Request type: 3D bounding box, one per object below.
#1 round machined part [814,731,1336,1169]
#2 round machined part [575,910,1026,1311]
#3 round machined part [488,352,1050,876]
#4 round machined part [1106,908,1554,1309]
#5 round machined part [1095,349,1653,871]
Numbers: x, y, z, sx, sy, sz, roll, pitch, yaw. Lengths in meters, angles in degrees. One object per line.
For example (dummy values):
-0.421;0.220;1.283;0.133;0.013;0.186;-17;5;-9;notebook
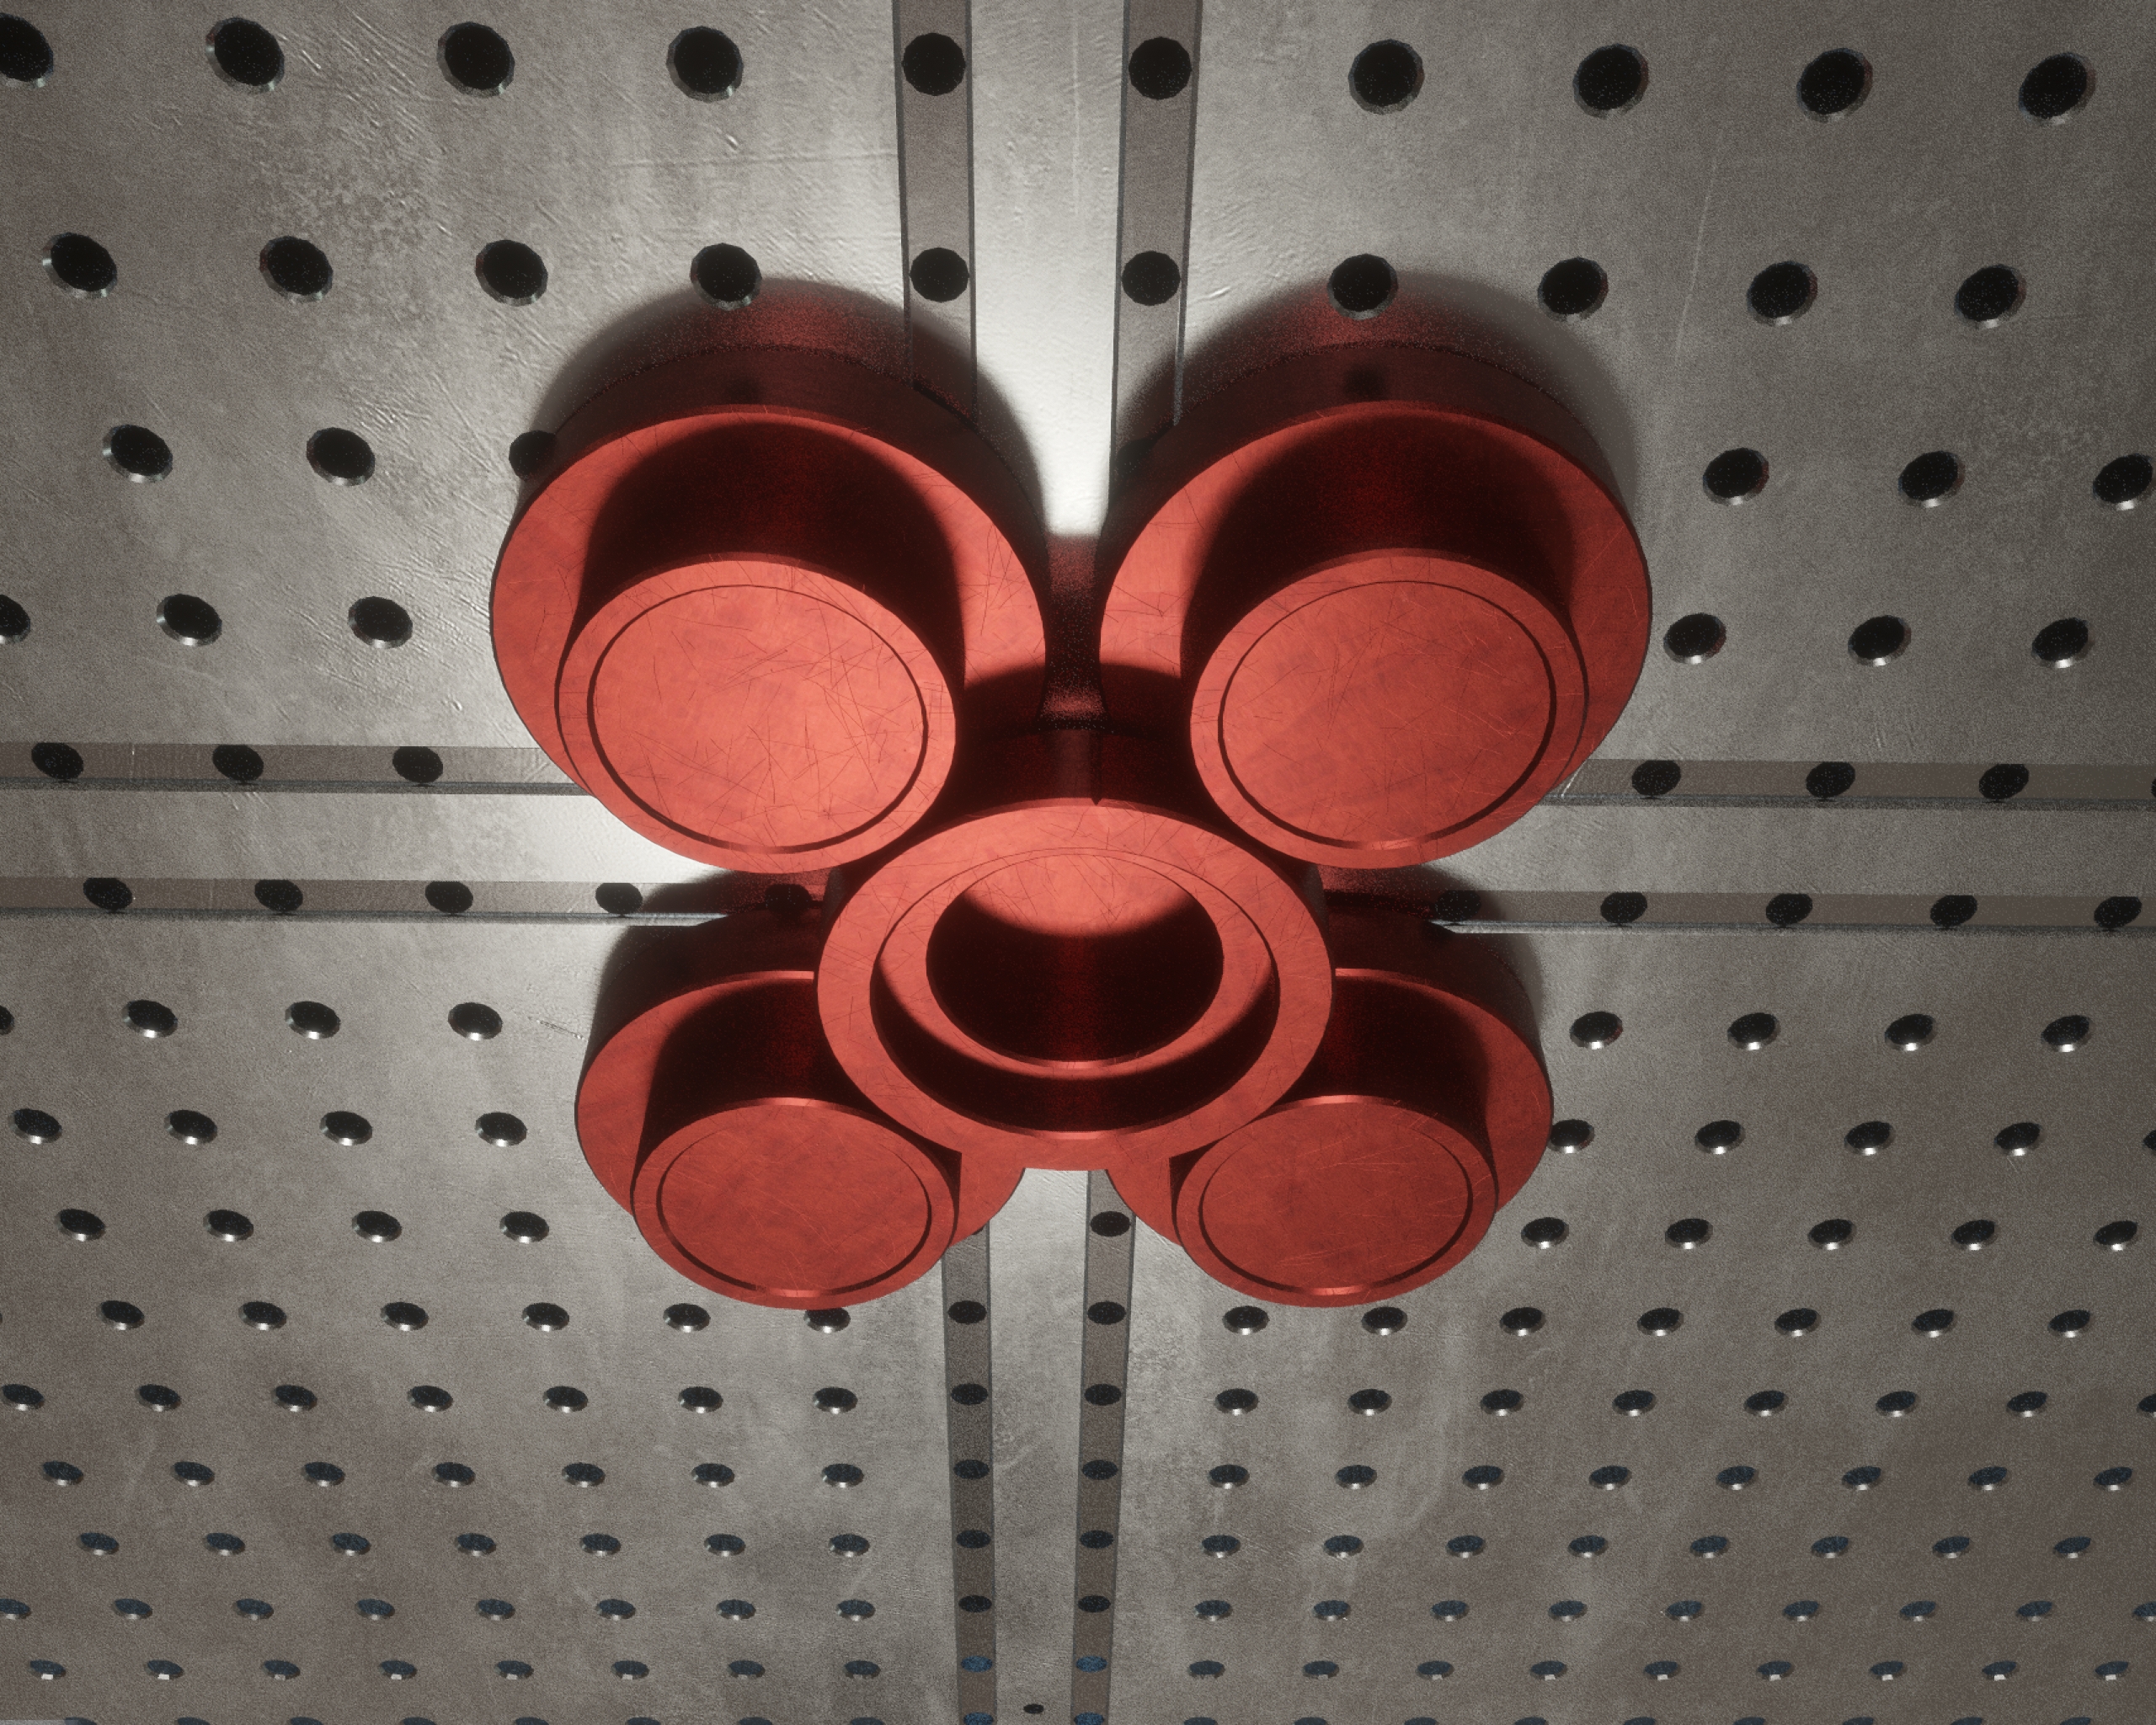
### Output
-0.001;0.013;0.409;0.099;0.042;0.097;-1;130;0;round machined part
-0.059;0.060;0.451;0.099;0.042;0.097;-1;130;0;round machined part
-0.054;-0.036;0.368;0.099;0.042;0.097;-1;130;0;round machined part
0.054;0.059;0.451;0.099;0.042;0.097;-1;130;0;round machined part
0.052;-0.037;0.369;0.099;0.042;0.097;-1;130;0;round machined part
